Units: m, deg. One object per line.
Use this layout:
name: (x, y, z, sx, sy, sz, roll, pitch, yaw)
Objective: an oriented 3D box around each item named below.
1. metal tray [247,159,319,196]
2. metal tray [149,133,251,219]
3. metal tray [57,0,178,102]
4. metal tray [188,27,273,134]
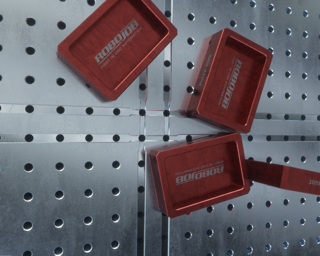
metal tray: (0.201, 0.075, 0.454, 0.131, 0.090, 0.030, 12, 86, -20)
metal tray: (0.058, 0.062, 0.432, 0.131, 0.030, 0.089, -12, 94, -20)
metal tray: (-0.052, -0.108, 0.391, 0.090, 0.030, 0.130, 44, 76, -15)
metal tray: (0.103, -0.066, 0.449, 0.091, 0.030, 0.129, 21, 83, -19)
